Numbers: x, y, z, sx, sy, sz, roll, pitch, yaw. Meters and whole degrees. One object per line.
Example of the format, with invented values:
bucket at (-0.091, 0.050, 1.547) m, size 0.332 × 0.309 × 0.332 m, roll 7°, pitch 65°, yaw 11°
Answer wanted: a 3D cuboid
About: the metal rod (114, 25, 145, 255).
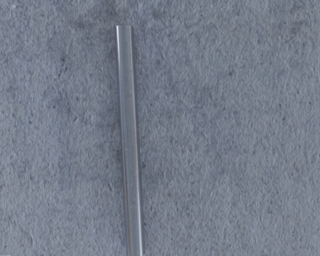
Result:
metal rod at (-0.040, 0.017, 0.409) m, size 0.025 × 0.025 × 0.298 m, roll -3°, pitch 90°, yaw -1°
